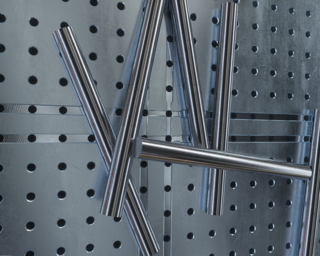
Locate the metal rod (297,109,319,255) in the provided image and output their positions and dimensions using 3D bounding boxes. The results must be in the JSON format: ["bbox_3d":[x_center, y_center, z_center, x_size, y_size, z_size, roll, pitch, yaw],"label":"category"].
[{"bbox_3d":[0.246,0.119,0.502,0.025,0.025,0.299,9,87,-20],"label":"metal rod"}]

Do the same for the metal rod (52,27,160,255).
[{"bbox_3d":[-0.064,0.023,0.388,0.025,0.025,0.299,-23,98,-18],"label":"metal rod"}]

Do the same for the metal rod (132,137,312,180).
[{"bbox_3d":[0.103,0.047,0.424,0.302,0.025,0.025,11,87,-29],"label":"metal rod"}]

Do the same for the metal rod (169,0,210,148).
[{"bbox_3d":[0.036,-0.105,0.425,0.025,0.025,0.298,-10,94,-20],"label":"metal rod"}]

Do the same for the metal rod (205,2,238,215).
[{"bbox_3d":[0.088,-0.028,0.444,0.025,0.025,0.298,5,88,-20],"label":"metal rod"}]

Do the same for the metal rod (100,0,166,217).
[{"bbox_3d":[-0.029,-0.044,0.384,0.025,0.025,0.299,15,79,-19],"label":"metal rod"}]
